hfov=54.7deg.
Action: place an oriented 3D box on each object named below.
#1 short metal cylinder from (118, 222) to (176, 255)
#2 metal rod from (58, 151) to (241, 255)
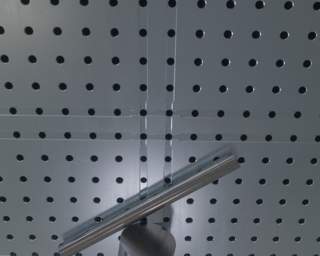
[{"bbox_3d":[-0.021,0.184,0.452,0.081,0.080,0.050,8,110,-3],"label":"short metal cylinder"},{"bbox_3d":[-0.022,0.117,0.456,0.300,0.025,0.025,-30,108,10],"label":"metal rod"}]
